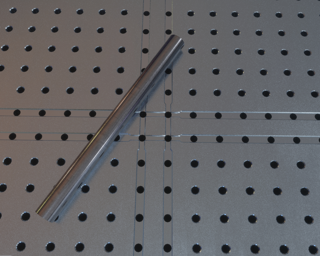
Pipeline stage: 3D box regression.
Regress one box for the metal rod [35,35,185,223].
[{"bbox_3d":[-0.057,-0.011,0.415,0.025,0.025,0.300,32,73,10],"label":"metal rod"}]
